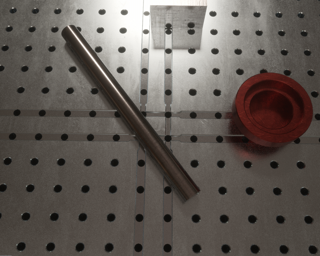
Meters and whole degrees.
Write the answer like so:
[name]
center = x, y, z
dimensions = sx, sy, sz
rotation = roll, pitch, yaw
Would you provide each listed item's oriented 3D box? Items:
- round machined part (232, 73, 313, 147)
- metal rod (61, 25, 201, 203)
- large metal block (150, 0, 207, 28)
[round machined part]
center = 0.145, -0.021, 0.412
dimensions = 0.099, 0.042, 0.098
rotation = 0, 70, -1
[metal rod]
center = -0.048, -0.030, 0.421
dimensions = 0.025, 0.025, 0.300
rotation = -34, 74, -12
[large metal block]
center = 0.027, -0.201, 0.472
dimensions = 0.081, 0.050, 0.080
rotation = 1, 70, 0
